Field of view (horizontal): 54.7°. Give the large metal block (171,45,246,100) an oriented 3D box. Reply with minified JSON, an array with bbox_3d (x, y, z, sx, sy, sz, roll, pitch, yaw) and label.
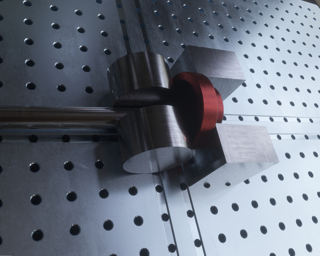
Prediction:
[{"bbox_3d":[0.061,-0.069,0.449,0.081,0.080,0.050,0,62,-28],"label":"large metal block"}]

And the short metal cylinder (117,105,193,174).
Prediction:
[{"bbox_3d":[-0.007,0.015,0.359,0.081,0.080,0.050,1,62,-28],"label":"short metal cylinder"}]

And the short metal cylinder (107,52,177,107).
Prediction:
[{"bbox_3d":[-0.023,-0.050,0.391,0.081,0.080,0.050,1,62,-28],"label":"short metal cylinder"}]

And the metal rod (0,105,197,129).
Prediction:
[{"bbox_3d":[-0.095,-0.012,0.349,0.303,0.025,0.025,-1,62,-24],"label":"metal rod"}]

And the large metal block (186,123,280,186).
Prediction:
[{"bbox_3d":[0.088,0.036,0.399,0.081,0.080,0.050,3,61,-27],"label":"large metal block"}]

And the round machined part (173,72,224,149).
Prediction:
[{"bbox_3d":[0.044,-0.021,0.397,0.042,0.097,0.098,1,62,-28],"label":"round machined part"}]
